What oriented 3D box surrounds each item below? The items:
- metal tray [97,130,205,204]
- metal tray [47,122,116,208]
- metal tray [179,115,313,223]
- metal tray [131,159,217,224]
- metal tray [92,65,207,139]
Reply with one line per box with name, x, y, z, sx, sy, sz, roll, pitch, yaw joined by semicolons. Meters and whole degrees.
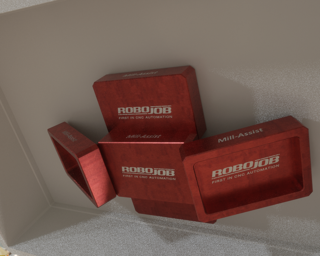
metal tray;-0.010;0.050;0.400;0.130;0.030;0.089;-1;118;28
metal tray;-0.118;0.050;0.457;0.130;0.030;0.089;24;135;51
metal tray;0.095;0.047;0.342;0.131;0.030;0.089;-15;115;2
metal tray;0.016;0.087;0.447;0.130;0.030;0.089;-1;118;28
metal tray;-0.014;-0.026;0.393;0.130;0.030;0.089;-1;118;28
